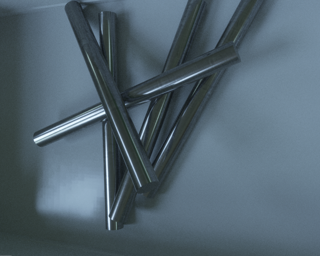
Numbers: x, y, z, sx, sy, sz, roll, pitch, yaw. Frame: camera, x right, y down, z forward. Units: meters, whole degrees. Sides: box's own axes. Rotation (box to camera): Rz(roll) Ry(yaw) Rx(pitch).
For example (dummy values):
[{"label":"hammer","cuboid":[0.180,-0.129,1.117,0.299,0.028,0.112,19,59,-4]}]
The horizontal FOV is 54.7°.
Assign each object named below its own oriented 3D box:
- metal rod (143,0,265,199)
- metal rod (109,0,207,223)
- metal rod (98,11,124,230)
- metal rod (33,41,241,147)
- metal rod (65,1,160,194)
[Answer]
[{"label":"metal rod","cuboid":[0.051,-0.042,0.391,0.025,0.025,0.299,31,100,17]},{"label":"metal rod","cuboid":[-0.004,-0.021,0.400,0.025,0.025,0.298,21,93,18]},{"label":"metal rod","cuboid":[-0.068,-0.010,0.433,0.025,0.025,0.298,-2,89,19]},{"label":"metal rod","cuboid":[-0.046,-0.033,0.394,0.300,0.025,0.025,-21,83,23]},{"label":"metal rod","cuboid":[-0.070,-0.058,0.384,0.025,0.025,0.299,-35,60,16]}]
